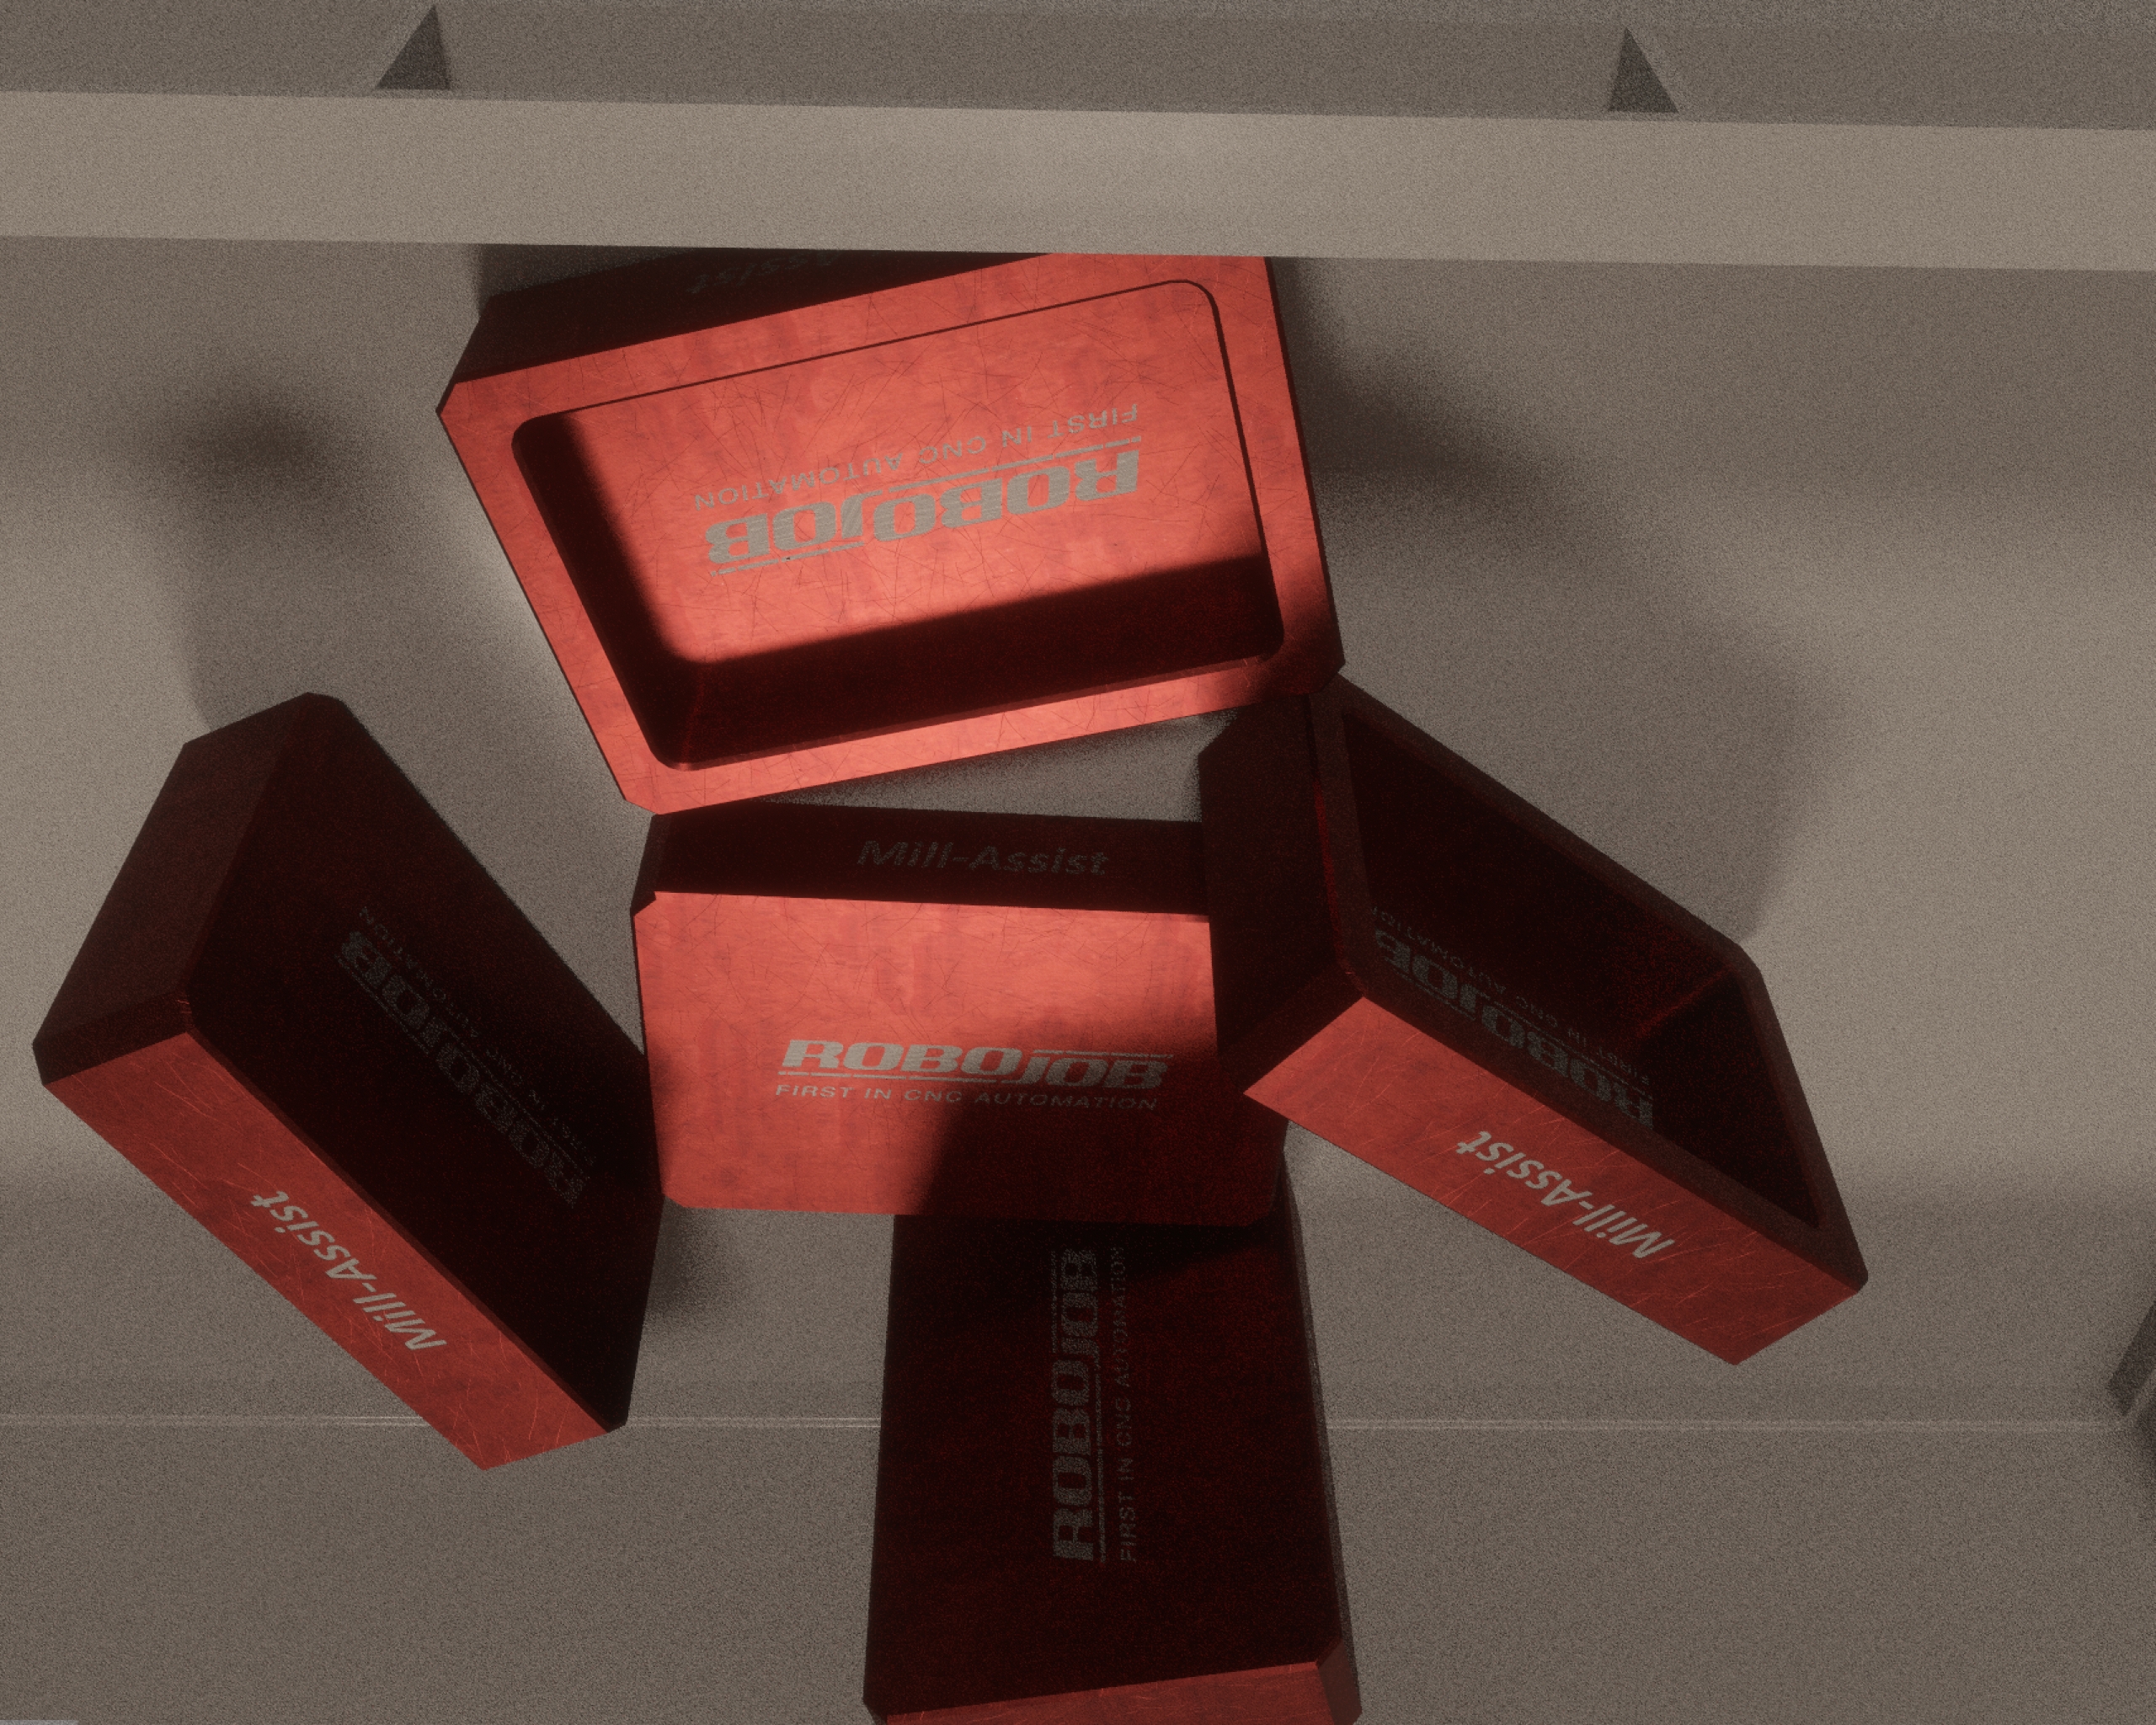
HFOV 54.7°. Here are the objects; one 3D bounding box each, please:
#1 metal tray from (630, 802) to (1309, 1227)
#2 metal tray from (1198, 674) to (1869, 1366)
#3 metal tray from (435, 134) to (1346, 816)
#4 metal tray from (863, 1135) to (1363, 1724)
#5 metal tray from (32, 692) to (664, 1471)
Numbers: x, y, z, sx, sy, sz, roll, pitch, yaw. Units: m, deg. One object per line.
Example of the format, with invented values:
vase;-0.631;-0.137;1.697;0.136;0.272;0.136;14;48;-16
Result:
metal tray;-0.021;0.033;0.430;0.131;0.030;0.089;2;130;-3
metal tray;0.083;0.028;0.388;0.131;0.090;0.030;31;124;-24
metal tray;-0.027;-0.061;0.351;0.131;0.030;0.090;-10;130;8
metal tray;0.006;0.121;0.439;0.090;0.130;0.030;-10;130;7
metal tray;-0.128;0.043;0.399;0.030;0.090;0.130;-20;128;14
